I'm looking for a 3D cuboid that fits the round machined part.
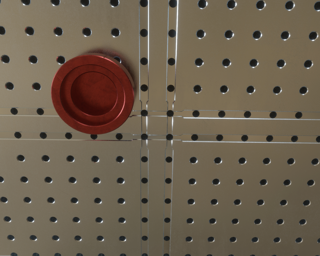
[{"bbox_3d":[-0.080,-0.045,0.387,0.099,0.042,0.097,0,110,0],"label":"round machined part"}]
